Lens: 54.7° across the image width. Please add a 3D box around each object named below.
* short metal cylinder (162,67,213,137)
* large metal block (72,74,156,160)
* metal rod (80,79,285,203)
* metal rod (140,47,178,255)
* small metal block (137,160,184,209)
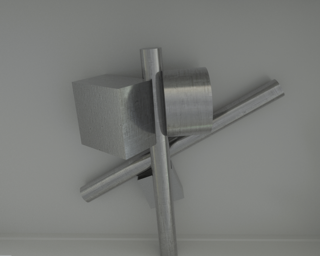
[{"bbox_3d":[0.030,-0.031,0.369,0.050,0.080,0.079,-5,110,0],"label":"short metal cylinder"},{"bbox_3d":[-0.054,-0.017,0.369,0.080,0.050,0.079,13,116,38],"label":"large metal block"},{"bbox_3d":[0.022,0.022,0.417,0.300,0.025,0.025,-30,108,10],"label":"metal rod"},{"bbox_3d":[0.001,0.050,0.400,0.025,0.025,0.298,-5,109,1],"label":"metal rod"},{"bbox_3d":[0.002,0.081,0.439,0.050,0.025,0.050,-20,109,7],"label":"small metal block"}]
